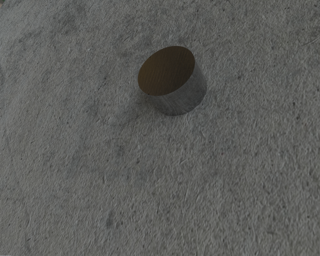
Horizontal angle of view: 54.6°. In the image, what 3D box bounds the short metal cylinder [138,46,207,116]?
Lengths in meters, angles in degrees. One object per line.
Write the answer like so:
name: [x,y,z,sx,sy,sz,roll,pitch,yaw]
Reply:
short metal cylinder: [0.017,-0.063,0.418,0.080,0.050,0.080,-13,56,21]
